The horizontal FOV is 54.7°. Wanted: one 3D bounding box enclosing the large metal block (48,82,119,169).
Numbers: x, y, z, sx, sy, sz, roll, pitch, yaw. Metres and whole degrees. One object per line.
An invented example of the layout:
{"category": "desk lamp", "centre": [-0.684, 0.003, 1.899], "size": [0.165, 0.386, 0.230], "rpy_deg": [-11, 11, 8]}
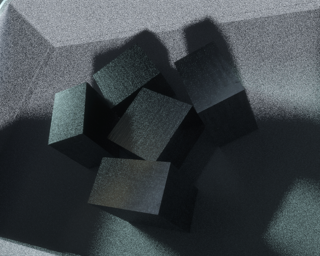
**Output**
{"category": "large metal block", "centre": [-0.099, -0.001, 0.420], "size": [0.050, 0.080, 0.080], "rpy_deg": [-17, 55, 18]}

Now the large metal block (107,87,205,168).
{"category": "large metal block", "centre": [-0.004, 0.005, 0.386], "size": [0.080, 0.050, 0.080], "rpy_deg": [25, 75, 36]}

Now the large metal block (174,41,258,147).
{"category": "large metal block", "centre": [0.065, -0.037, 0.356], "size": [0.050, 0.080, 0.080], "rpy_deg": [-27, 53, 11]}

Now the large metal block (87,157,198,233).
{"category": "large metal block", "centre": [-0.015, 0.072, 0.332], "size": [0.080, 0.080, 0.050], "rpy_deg": [1, 62, 28]}

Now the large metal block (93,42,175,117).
{"category": "large metal block", "centre": [-0.038, -0.063, 0.444], "size": [0.080, 0.050, 0.080], "rpy_deg": [-36, 51, 4]}
